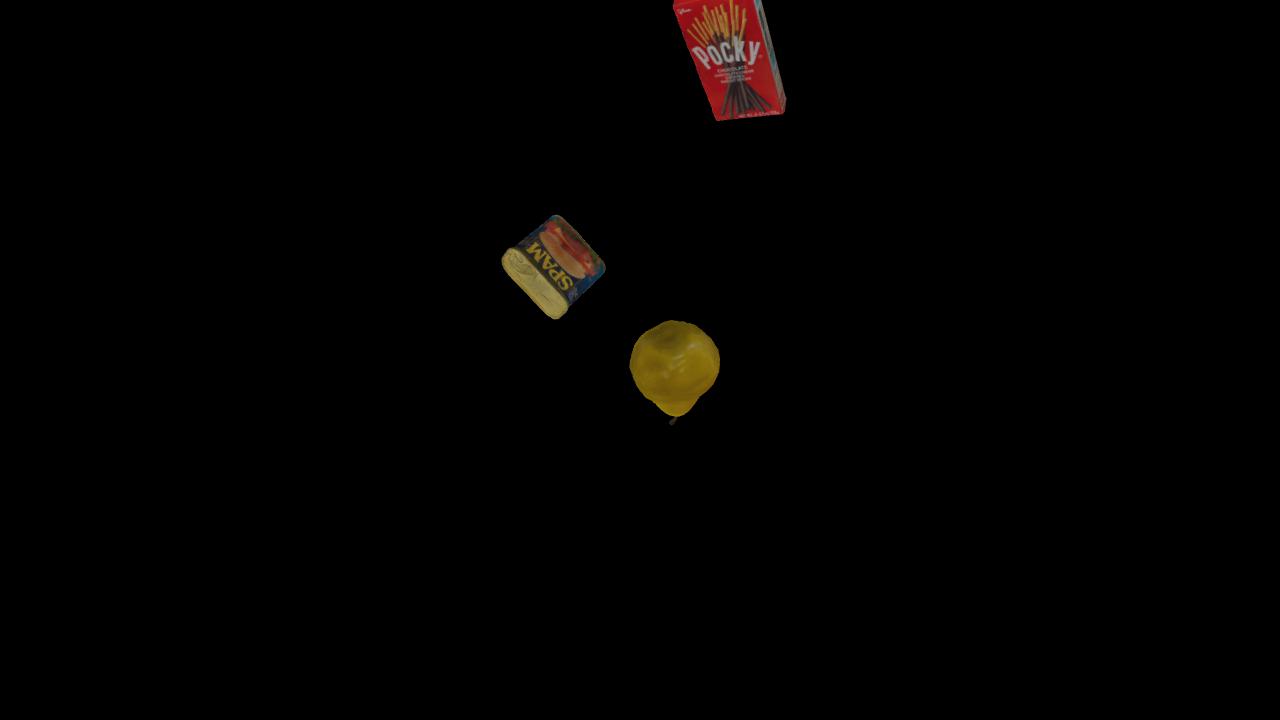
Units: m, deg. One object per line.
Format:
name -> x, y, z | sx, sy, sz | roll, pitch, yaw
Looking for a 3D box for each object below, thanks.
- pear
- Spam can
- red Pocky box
pear -> 0.037, 0.020, 0.563 | 0.080, 0.080, 0.111 | 0, -44, 20
Spam can -> -0.105, -0.117, 0.765 | 0.085, 0.101, 0.058 | -49, 12, -33
red Pocky box -> 0.098, -0.322, 0.651 | 0.083, 0.028, 0.155 | 6, -24, 29
